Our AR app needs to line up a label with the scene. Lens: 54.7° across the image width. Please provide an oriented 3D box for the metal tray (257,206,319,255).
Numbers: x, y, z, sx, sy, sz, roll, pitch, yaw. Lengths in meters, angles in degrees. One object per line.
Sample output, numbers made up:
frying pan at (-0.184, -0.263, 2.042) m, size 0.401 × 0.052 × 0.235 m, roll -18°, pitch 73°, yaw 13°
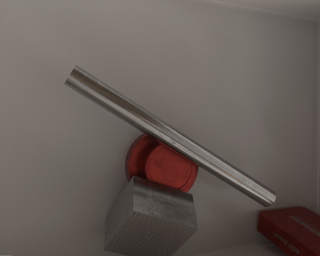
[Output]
metal tray at (0.213, 0.155, 0.434) m, size 0.091 × 0.130 × 0.030 m, roll 0°, pitch 102°, yaw -20°

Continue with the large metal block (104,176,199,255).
large metal block at (-0.013, 0.112, 0.373) m, size 0.080 × 0.050 × 0.080 m, roll 21°, pitch 123°, yaw -19°

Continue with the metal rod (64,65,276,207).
metal rod at (0.026, 0.019, 0.376) m, size 0.301 × 0.025 × 0.025 m, roll 32°, pitch 80°, yaw -17°

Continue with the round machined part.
round machined part at (0.007, 0.050, 0.405) m, size 0.099 × 0.042 × 0.097 m, roll 0°, pitch 90°, yaw -21°
